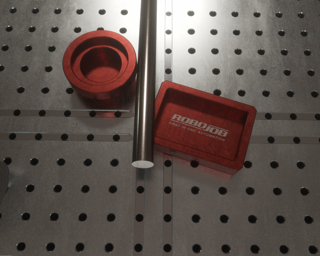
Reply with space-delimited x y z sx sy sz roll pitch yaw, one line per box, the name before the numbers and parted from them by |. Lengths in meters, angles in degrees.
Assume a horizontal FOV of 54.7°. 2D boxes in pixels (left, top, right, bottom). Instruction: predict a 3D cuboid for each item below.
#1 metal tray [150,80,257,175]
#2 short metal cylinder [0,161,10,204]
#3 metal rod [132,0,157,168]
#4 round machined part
metal tray | 0.052 -0.002 0.410 0.131 0.030 0.090 18 71 6
short metal cylinder | -0.222 0.068 0.355 0.050 0.080 0.080 17 71 6
metal rod | -0.018 -0.091 0.424 0.025 0.025 0.299 1 62 0
round machined part | -0.080 -0.083 0.432 0.099 0.042 0.098 0 70 0
